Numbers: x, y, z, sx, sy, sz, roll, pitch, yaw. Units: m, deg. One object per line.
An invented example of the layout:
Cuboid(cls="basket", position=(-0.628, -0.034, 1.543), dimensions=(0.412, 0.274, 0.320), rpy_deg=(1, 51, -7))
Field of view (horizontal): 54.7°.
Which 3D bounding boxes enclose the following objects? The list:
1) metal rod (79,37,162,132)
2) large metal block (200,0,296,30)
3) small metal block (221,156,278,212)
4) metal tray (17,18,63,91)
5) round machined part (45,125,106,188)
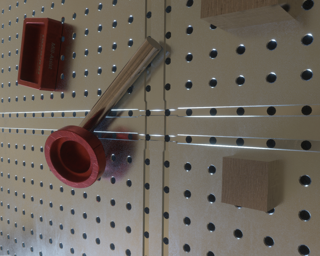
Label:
Cuboid(cls="metal rod", position=(-0.099, -0.021, 0.488), dimensions=(0.299, 0.025, 0.025), rpy_deg=(-45, 63, 30))
Cuboid(cls="large metal block", position=(0.091, -0.152, 0.317), dimensions=(0.080, 0.050, 0.079), rpy_deg=(4, 93, 39))
Cuboid(cls="small metal block", position=(0.095, 0.057, 0.330), dimensions=(0.050, 0.025, 0.050), rpy_deg=(3, 92, 39))
Cuboid(cls="metal tray", position=(-0.231, -0.141, 0.592), dimensions=(0.090, 0.030, 0.129), rpy_deg=(16, 100, 38))
Cuboid(cls="round machined part", position=(-0.127, 0.041, 0.484), dimensions=(0.098, 0.042, 0.097), rpy_deg=(8, 113, 20))
